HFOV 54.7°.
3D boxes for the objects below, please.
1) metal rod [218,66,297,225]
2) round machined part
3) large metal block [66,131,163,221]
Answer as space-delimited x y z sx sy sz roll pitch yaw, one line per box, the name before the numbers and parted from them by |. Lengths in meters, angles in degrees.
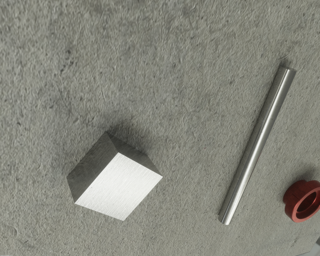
metal rod | 0.156 0.042 0.520 0.025 0.025 0.298 0 118 -29
round machined part | 0.303 0.150 0.658 0.099 0.042 0.097 -14 125 -21
large metal block | -0.058 0.063 0.399 0.080 0.050 0.080 -49 129 6
